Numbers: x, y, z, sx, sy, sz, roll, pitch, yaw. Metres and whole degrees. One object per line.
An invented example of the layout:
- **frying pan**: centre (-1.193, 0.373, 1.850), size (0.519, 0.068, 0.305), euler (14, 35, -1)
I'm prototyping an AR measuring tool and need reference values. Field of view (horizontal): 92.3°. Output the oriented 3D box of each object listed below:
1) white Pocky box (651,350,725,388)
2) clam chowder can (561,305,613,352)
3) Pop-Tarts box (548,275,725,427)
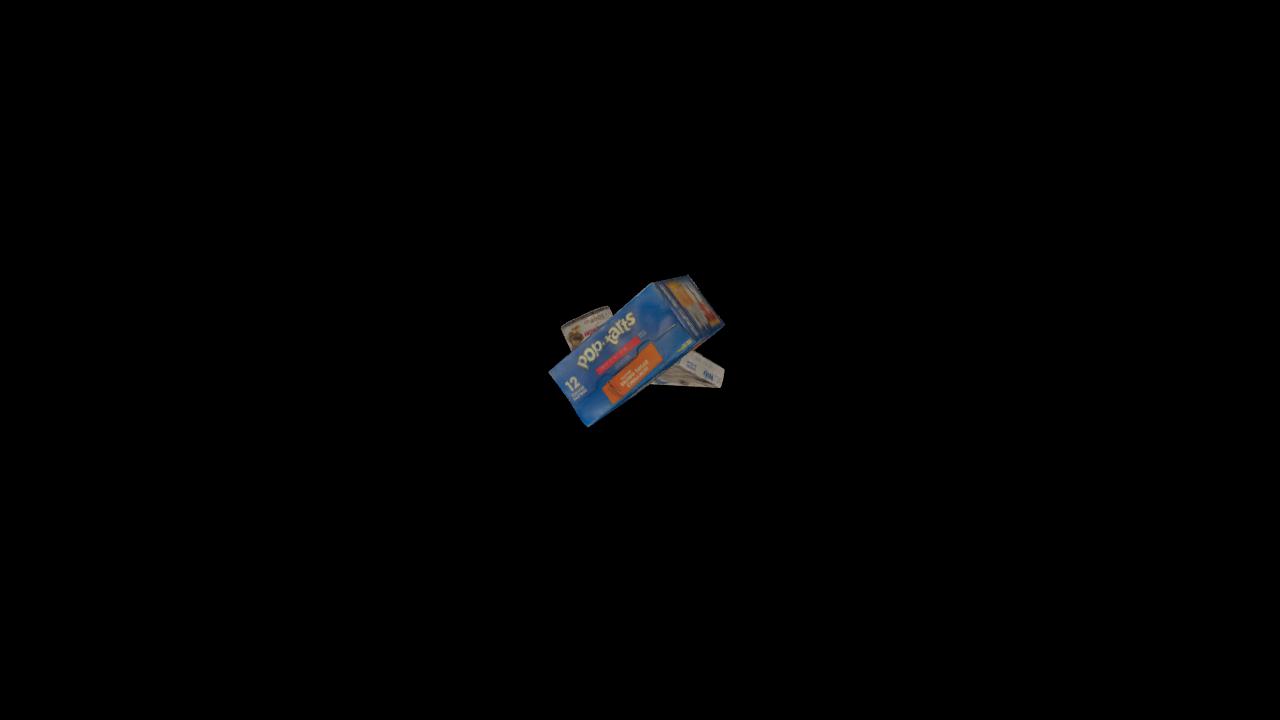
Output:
- **white Pocky box**: centre (0.021, 0.007, 0.765), size (0.154, 0.028, 0.084), euler (0, -20, 47)
- **clam chowder can**: centre (-0.047, -0.008, 0.757), size (0.068, 0.102, 0.068), euler (-25, 1, 0)
- **Pop-Tarts box**: centre (0.001, -0.014, 0.728), size (0.167, 0.083, 0.141), euler (-39, -5, 22)
